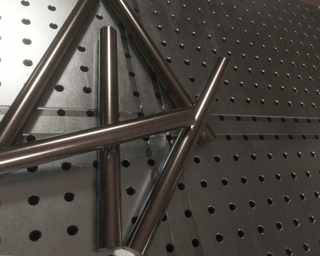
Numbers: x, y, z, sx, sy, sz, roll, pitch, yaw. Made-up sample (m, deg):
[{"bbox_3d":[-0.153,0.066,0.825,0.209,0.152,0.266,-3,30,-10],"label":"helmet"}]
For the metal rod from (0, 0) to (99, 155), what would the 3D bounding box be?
[{"bbox_3d":[-0.131,-0.098,0.397,0.025,0.025,0.300,24,53,-14],"label":"metal rod"}]

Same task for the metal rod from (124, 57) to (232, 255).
[{"bbox_3d":[0.035,0.014,0.395,0.025,0.025,0.300,33,59,-7],"label":"metal rod"}]

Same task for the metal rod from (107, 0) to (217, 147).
[{"bbox_3d":[-0.007,-0.104,0.468,0.025,0.025,0.299,-22,74,-36],"label":"metal rod"}]

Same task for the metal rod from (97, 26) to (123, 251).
[{"bbox_3d":[-0.063,-0.010,0.381,0.025,0.025,0.299,9,58,-24],"label":"metal rod"}]

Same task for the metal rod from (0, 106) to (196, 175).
[{"bbox_3d":[-0.094,0.018,0.322,0.303,0.025,0.025,-14,69,-26],"label":"metal rod"}]
